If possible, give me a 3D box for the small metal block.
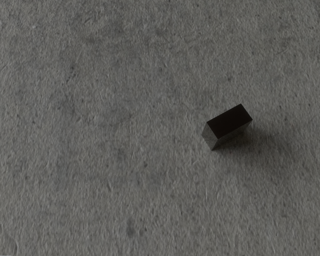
[{"bbox_3d":[0.084,0.000,0.395,0.050,0.050,0.025,-28,73,-10],"label":"small metal block"}]
